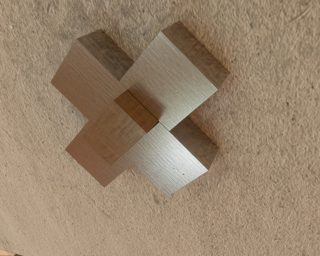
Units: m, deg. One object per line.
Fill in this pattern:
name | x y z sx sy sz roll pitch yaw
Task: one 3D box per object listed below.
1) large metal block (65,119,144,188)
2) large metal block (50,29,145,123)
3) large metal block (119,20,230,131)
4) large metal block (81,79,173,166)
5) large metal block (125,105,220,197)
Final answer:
large metal block | -0.076 0.027 0.446 0.080 0.050 0.080 45 129 -4
large metal block | -0.078 -0.063 0.392 0.080 0.050 0.080 45 129 -4
large metal block | 0.016 -0.057 0.346 0.080 0.050 0.080 45 129 -4
large metal block | -0.038 -0.010 0.385 0.050 0.080 0.080 45 129 -4
large metal block | 0.015 0.030 0.401 0.080 0.050 0.080 45 129 -4
